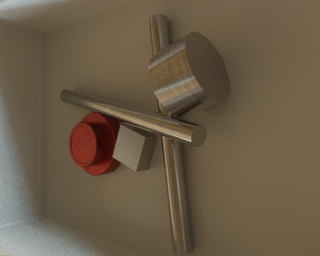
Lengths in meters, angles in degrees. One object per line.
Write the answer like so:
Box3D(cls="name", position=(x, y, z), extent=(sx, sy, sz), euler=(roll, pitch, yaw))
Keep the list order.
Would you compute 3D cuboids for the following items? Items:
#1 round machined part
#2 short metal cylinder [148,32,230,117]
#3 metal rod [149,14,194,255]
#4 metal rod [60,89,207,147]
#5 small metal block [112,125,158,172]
Box3D(cls="round machined part", position=(-0.104, 0.025, 0.478), extent=(0.098, 0.042, 0.097), euler=(0, 90, 39))
Box3D(cls="short metal cylinder", position=(0.034, -0.057, 0.342), extent=(0.050, 0.081, 0.080), euler=(-23, 76, 37))
Box3D(cls="metal rod", position=(0.013, 0.004, 0.394), extent=(0.025, 0.025, 0.298), euler=(-10, 84, 39))
Box3D(cls="metal rod", position=(-0.060, -0.024, 0.432), extent=(0.300, 0.025, 0.025), euler=(17, 101, 45))
Box3D(cls="small metal block", position=(-0.036, 0.027, 0.434), extent=(0.050, 0.025, 0.050), euler=(25, 106, 37))
